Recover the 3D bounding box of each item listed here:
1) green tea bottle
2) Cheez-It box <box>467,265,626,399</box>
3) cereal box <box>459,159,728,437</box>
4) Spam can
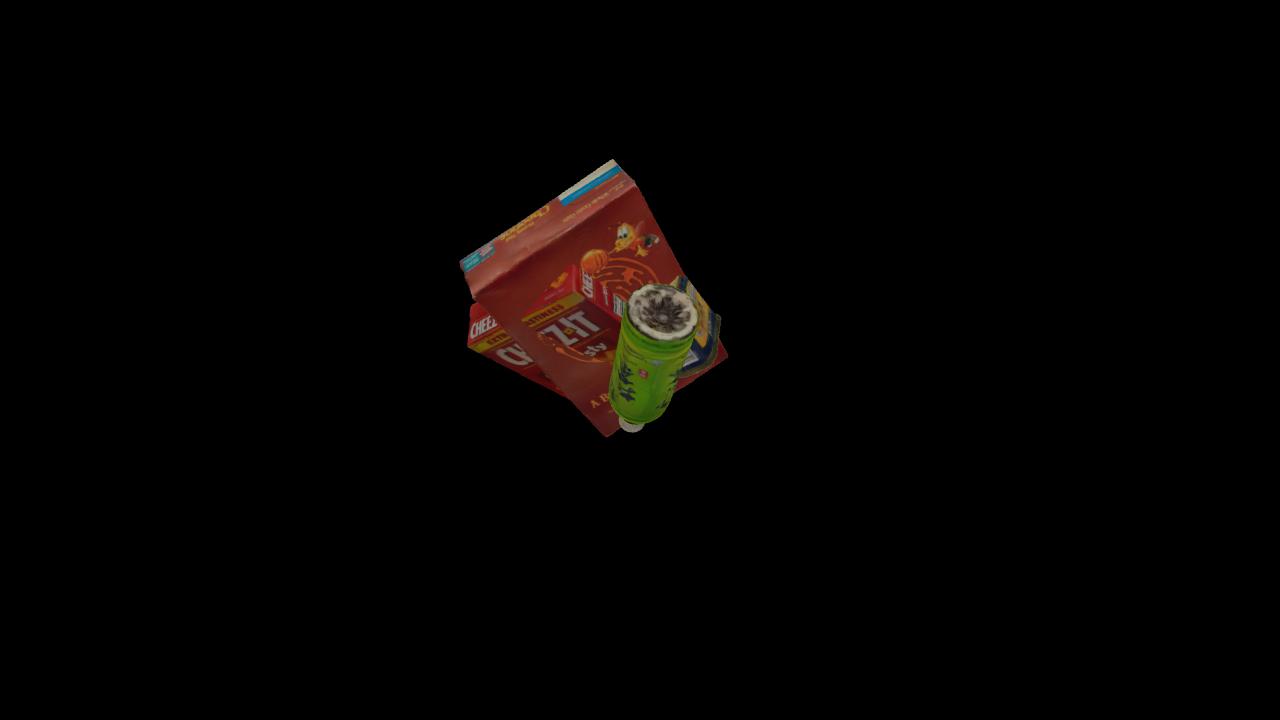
[{"bbox_3d":[0.006,0.013,0.631,0.073,0.073,0.212,0,-32,-9],"label":"green tea bottle"},{"bbox_3d":[-0.068,-0.027,0.743,0.166,0.071,0.223,-24,-36,28],"label":"Cheez-It box"},{"bbox_3d":[-0.038,-0.056,0.737,0.203,0.081,0.306,-34,-45,2],"label":"cereal box"},{"bbox_3d":[0.045,-0.045,0.709,0.058,0.085,0.101,-25,31,29],"label":"Spam can"}]
